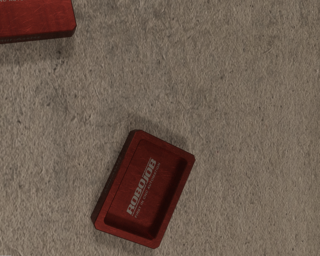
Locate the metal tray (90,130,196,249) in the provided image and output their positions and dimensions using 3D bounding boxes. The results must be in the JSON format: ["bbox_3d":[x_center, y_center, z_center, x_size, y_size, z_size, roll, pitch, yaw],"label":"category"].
[{"bbox_3d":[-0.020,0.077,0.399,0.090,0.030,0.130,27,81,-19],"label":"metal tray"}]

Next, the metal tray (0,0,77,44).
[{"bbox_3d":[-0.168,-0.143,0.344,0.131,0.030,0.089,-13,95,-20],"label":"metal tray"}]
